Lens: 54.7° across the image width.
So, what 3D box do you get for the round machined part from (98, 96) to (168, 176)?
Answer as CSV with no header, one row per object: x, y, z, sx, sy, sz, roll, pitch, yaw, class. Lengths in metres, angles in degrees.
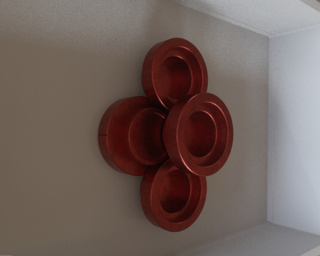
-0.021,0.010,0.377,0.099,0.042,0.097,0,90,-40,round machined part

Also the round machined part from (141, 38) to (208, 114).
0.015,-0.065,0.407,0.099,0.042,0.097,0,90,-40,round machined part

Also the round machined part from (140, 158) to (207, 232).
0.013,0.082,0.406,0.099,0.042,0.097,0,90,-40,round machined part

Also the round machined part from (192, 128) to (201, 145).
0.055,0.013,0.441,0.099,0.042,0.097,0,90,-40,round machined part

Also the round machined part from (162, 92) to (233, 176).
0.042,0.007,0.375,0.099,0.042,0.097,0,90,-40,round machined part
